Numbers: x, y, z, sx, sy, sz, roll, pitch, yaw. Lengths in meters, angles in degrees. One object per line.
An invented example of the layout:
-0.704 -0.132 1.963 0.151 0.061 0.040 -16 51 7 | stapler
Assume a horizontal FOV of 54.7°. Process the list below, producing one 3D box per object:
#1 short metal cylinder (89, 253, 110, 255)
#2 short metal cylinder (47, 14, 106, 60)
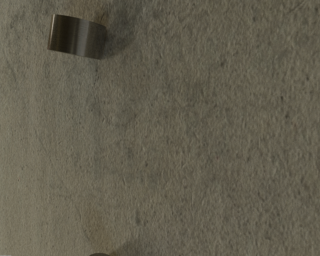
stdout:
-0.096 0.230 0.446 0.050 0.081 0.080 -43 65 31 | short metal cylinder
-0.126 -0.136 0.470 0.080 0.081 0.050 18 102 38 | short metal cylinder
